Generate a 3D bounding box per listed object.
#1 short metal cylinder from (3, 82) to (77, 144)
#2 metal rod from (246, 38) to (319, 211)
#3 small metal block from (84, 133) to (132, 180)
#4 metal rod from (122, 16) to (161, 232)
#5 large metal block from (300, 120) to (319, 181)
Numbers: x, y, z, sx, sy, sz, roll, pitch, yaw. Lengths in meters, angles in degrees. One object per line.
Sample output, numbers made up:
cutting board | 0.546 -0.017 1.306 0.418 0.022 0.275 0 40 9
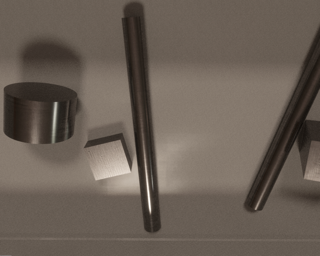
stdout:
short metal cylinder | -0.143 -0.020 0.373 0.081 0.080 0.050 9 110 -4
metal rod | 0.180 -0.021 0.406 0.025 0.025 0.298 15 109 -6
small metal block | -0.070 0.039 0.425 0.050 0.025 0.050 -13 110 4
metal rod | -0.022 0.009 0.414 0.025 0.025 0.298 -4 110 1
large metal block | 0.223 0.030 0.384 0.080 0.080 0.050 8 111 18
